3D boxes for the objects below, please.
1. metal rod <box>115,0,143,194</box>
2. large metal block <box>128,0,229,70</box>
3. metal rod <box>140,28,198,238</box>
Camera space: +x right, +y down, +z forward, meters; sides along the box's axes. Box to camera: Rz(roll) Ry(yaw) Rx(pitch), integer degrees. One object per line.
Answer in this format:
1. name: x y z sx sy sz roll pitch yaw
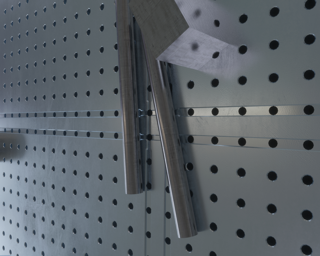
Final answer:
1. metal rod: -0.045 -0.057 0.446 0.025 0.025 0.298 -6 86 40
2. large metal block: 0.022 -0.119 0.355 0.050 0.081 0.080 -38 67 34
3. metal rod: 0.008 -0.013 0.402 0.025 0.025 0.298 -17 79 39
